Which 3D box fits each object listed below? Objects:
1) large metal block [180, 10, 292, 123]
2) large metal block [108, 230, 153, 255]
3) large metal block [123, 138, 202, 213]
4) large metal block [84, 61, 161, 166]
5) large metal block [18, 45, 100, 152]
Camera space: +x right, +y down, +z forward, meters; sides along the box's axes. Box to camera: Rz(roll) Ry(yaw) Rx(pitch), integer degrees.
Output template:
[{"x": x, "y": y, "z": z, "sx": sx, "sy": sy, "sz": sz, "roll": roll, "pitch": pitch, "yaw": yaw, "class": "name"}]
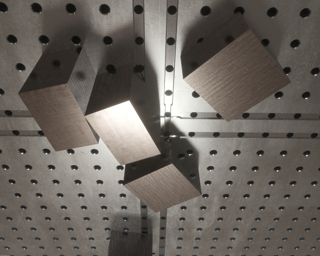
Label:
[{"x": 0.081, "y": -0.065, "z": 0.341, "sx": 0.080, "sy": 0.050, "sz": 0.080, "roll": -36, "pitch": 122, "yaw": 26, "class": "large metal block"}, {"x": -0.058, "y": 0.246, "z": 0.585, "sx": 0.081, "sy": 0.080, "sz": 0.050, "roll": 8, "pitch": 130, "yaw": -7, "class": "large metal block"}, {"x": 0.004, "y": 0.072, "z": 0.457, "sx": 0.080, "sy": 0.050, "sz": 0.080, "roll": -27, "pitch": 126, "yaw": 21, "class": "large metal block"}, {"x": -0.038, "y": -0.017, "z": 0.360, "sx": 0.050, "sy": 0.080, "sz": 0.080, "roll": -18, "pitch": 128, "yaw": 14, "class": "large metal block"}, {"x": -0.101, "y": -0.033, "z": 0.346, "sx": 0.050, "sy": 0.080, "sz": 0.080, "roll": -11, "pitch": 130, "yaw": 8, "class": "large metal block"}]
